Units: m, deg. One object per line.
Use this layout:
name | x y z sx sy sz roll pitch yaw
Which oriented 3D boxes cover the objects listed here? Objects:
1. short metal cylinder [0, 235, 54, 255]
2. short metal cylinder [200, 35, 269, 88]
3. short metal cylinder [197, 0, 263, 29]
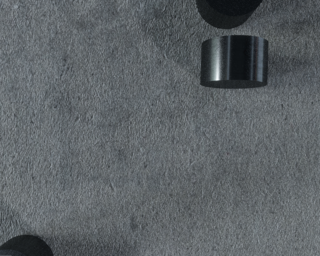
short metal cylinder | -0.183 0.185 0.396 0.081 0.050 0.080 0 90 0
short metal cylinder | 0.091 -0.078 0.383 0.081 0.080 0.050 2 90 0
short metal cylinder | 0.090 -0.175 0.398 0.081 0.050 0.080 0 90 0
